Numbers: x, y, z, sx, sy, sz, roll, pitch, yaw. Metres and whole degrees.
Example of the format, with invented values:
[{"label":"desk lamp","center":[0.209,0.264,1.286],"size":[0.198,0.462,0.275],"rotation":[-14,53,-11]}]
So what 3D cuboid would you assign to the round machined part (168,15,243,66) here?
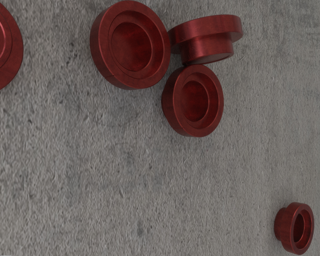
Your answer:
[{"label":"round machined part","center":[0.059,-0.109,0.404],"size":[0.099,0.098,0.042],"rotation":[-11,92,-39]}]

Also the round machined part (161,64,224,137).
[{"label":"round machined part","center":[0.040,-0.036,0.427],"size":[0.099,0.042,0.097],"rotation":[0,91,-40]}]

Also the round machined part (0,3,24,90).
[{"label":"round machined part","center":[-0.164,-0.073,0.256],"size":[0.099,0.042,0.097],"rotation":[0,90,-40]}]

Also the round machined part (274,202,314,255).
[{"label":"round machined part","center":[0.263,0.196,0.614],"size":[0.099,0.042,0.097],"rotation":[0,90,-40]}]

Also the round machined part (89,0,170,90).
[{"label":"round machined part","center":[-0.038,-0.093,0.361],"size":[0.099,0.042,0.097],"rotation":[0,90,-40]}]
